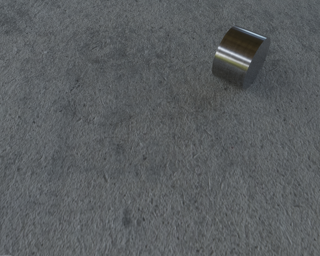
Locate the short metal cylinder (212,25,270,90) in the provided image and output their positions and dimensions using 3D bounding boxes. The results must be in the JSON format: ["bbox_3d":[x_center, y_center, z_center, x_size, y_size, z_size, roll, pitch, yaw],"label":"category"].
[{"bbox_3d":[0.119,-0.103,0.455,0.050,0.080,0.080,30,56,22],"label":"short metal cylinder"}]
